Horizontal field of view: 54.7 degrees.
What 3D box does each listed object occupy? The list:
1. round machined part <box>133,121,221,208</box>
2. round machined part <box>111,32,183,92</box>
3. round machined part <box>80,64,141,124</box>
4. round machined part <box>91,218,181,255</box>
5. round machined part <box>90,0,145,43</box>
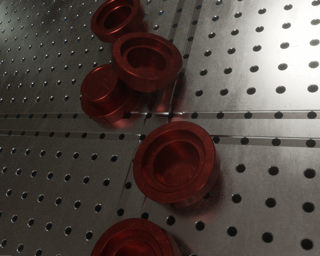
[{"bbox_3d":[0.022,0.044,0.358,0.098,0.042,0.098,-13,56,20],"label":"round machined part"},{"bbox_3d":[-0.021,-0.089,0.441,0.099,0.042,0.098,8,51,-10],"label":"round machined part"},{"bbox_3d":[-0.081,-0.059,0.474,0.098,0.042,0.098,-13,56,20],"label":"round machined part"},{"bbox_3d":[-0.022,0.147,0.318,0.098,0.042,0.098,-13,56,20],"label":"round machined part"},{"bbox_3d":[-0.070,-0.188,0.547,0.098,0.042,0.098,-13,56,20],"label":"round machined part"}]
